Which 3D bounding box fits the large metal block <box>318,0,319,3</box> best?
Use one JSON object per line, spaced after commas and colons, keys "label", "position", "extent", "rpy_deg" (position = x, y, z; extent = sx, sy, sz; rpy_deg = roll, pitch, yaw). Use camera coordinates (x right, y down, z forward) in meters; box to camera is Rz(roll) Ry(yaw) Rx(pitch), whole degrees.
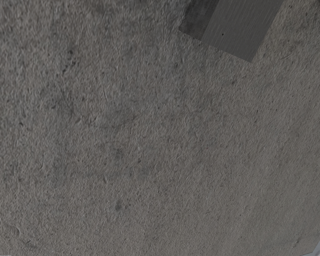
{"label": "large metal block", "position": [0.278, -0.187, 0.426], "extent": [0.080, 0.050, 0.080], "rpy_deg": [26, 104, -37]}

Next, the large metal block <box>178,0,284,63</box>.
{"label": "large metal block", "position": [0.081, -0.131, 0.354], "extent": [0.081, 0.050, 0.079], "rpy_deg": [12, 112, -34]}
